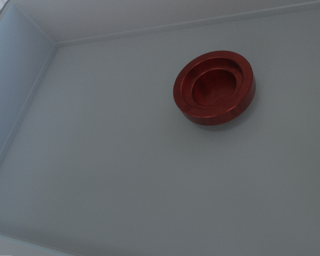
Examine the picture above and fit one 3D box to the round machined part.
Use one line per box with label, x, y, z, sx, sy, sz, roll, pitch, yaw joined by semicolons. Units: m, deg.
round machined part;0.070;-0.045;0.387;0.098;0.042;0.098;-13;56;21
